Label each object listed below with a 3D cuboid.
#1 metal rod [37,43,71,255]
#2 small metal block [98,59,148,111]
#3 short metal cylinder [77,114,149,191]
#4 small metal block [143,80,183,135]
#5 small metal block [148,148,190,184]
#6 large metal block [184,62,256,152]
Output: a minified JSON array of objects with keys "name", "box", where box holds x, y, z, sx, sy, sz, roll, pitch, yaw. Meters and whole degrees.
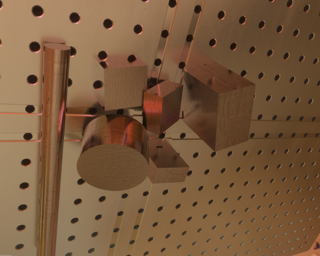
[{"name":"metal rod","box":[-0.131,0.050,0.371,0.025,0.025,0.298,-2,120,-28]},{"name":"small metal block","box":[-0.043,-0.051,0.358,0.050,0.025,0.050,-10,123,-24]},{"name":"short metal cylinder","box":[-0.053,0.030,0.367,0.081,0.050,0.079,-2,131,-2]},{"name":"small metal block","box":[0.004,-0.026,0.383,0.050,0.025,0.050,-37,140,-50]},{"name":"small metal block","box":[0.005,0.051,0.431,0.050,0.050,0.025,3,117,-30]},{"name":"large metal block","box":[0.072,-0.029,0.399,0.050,0.080,0.079,-16,125,-20]}]
